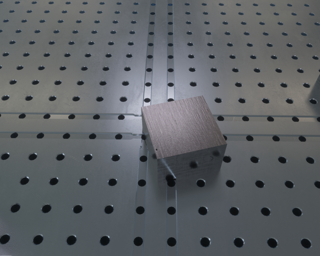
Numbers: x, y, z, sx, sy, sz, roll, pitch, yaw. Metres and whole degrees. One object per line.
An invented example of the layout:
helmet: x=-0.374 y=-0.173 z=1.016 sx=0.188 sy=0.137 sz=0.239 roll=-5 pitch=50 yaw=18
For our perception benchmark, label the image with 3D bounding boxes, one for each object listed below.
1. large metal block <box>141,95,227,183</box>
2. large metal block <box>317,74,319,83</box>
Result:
large metal block: x=0.026 y=0.012 z=0.382 sx=0.081 sy=0.050 sz=0.080 roll=-11 pitch=51 yaw=-10
large metal block: x=0.296 y=-0.069 z=0.451 sx=0.081 sy=0.050 sz=0.080 roll=-10 pitch=51 yaw=-8
